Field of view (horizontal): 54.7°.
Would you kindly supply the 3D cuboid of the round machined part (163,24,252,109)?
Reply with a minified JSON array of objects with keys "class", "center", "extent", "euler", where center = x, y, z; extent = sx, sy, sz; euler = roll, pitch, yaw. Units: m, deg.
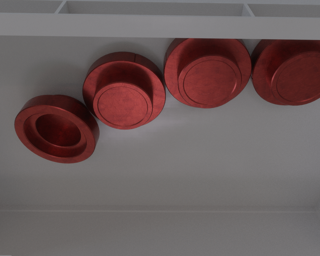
[{"class":"round machined part","center":[0.053,-0.061,0.347],"extent":[0.099,0.042,0.097],"euler":[0,130,0]}]

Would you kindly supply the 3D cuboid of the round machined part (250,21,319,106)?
[{"class":"round machined part","center":[0.153,-0.064,0.345],"extent":[0.099,0.042,0.097],"euler":[0,130,0]}]

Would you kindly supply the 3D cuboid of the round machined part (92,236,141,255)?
[{"class":"round machined part","center":[-0.088,0.262,0.622],"extent":[0.099,0.042,0.097],"euler":[0,130,0]}]

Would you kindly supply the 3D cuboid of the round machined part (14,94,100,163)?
[{"class":"round machined part","center":[-0.124,-0.003,0.389],"extent":[0.099,0.042,0.097],"euler":[4,133,5]}]

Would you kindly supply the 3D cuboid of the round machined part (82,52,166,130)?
[{"class":"round machined part","center":[-0.042,-0.036,0.366],"extent":[0.099,0.042,0.097],"euler":[0,130,0]}]
